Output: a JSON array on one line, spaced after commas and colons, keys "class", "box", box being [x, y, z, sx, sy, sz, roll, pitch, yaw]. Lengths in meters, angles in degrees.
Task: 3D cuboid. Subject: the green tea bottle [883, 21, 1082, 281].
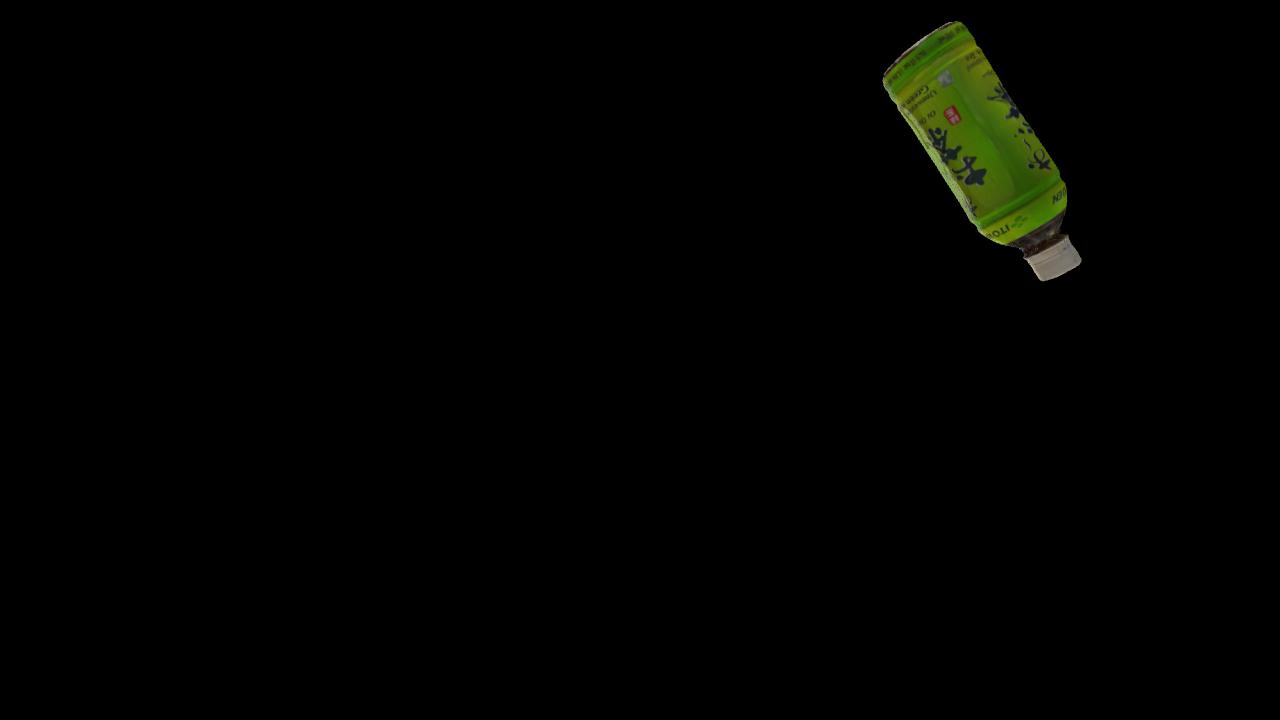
[{"class": "green tea bottle", "box": [0.279, -0.160, 0.490, 0.073, 0.212, 0.073, -33, -1, -1]}]
